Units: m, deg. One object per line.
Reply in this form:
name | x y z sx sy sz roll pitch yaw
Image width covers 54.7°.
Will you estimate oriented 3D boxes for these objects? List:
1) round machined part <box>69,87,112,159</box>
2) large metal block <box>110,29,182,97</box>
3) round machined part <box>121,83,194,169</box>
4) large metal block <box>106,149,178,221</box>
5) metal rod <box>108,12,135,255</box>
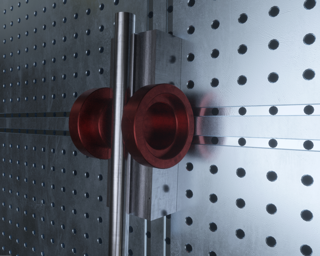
round machined part | -0.068 -0.006 0.417 0.042 0.099 0.097 3 92 40
large metal block | -0.020 -0.078 0.409 0.080 0.050 0.079 3 92 40
round machined part | -0.007 -0.003 0.367 0.042 0.099 0.097 3 92 45
large metal block | -0.024 0.069 0.413 0.080 0.050 0.079 4 93 40
metal rod | -0.048 0.011 0.383 0.025 0.025 0.298 3 92 40
